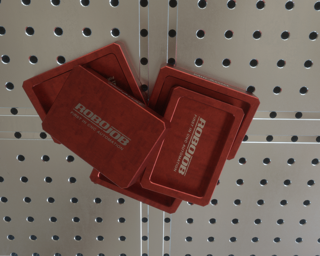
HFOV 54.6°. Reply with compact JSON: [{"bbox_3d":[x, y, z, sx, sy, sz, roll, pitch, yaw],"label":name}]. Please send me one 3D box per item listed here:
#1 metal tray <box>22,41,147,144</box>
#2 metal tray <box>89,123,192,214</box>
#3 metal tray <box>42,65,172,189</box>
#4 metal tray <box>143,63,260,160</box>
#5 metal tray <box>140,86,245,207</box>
[{"bbox_3d":[-0.092,-0.044,0.394,0.130,0.030,0.090,-21,109,8],"label":"metal tray"},{"bbox_3d":[-0.019,0.055,0.431,0.131,0.030,0.090,25,108,-9],"label":"metal tray"},{"bbox_3d":[-0.064,-0.003,0.366,0.130,0.030,0.090,34,100,11],"label":"metal tray"},{"bbox_3d":[0.049,-0.020,0.402,0.131,0.030,0.089,18,109,-6],"label":"metal tray"},{"bbox_3d":[0.037,0.022,0.386,0.090,0.030,0.129,19,97,-7],"label":"metal tray"}]
